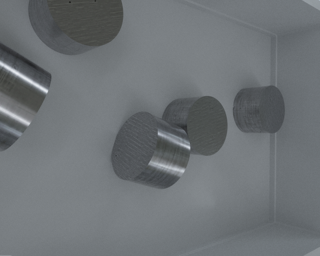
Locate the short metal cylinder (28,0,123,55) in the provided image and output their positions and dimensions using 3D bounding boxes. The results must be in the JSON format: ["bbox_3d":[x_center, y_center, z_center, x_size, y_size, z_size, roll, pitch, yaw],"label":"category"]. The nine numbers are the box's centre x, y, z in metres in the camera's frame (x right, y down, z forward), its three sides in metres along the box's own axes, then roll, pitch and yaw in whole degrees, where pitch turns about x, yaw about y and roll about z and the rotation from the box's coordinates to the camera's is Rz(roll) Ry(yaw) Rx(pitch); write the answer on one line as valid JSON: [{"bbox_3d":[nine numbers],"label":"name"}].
[{"bbox_3d":[-0.085,-0.119,0.318,0.081,0.050,0.080,0,90,-40],"label":"short metal cylinder"}]

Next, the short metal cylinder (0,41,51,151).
[{"bbox_3d":[-0.136,-0.027,0.256,0.050,0.080,0.080,35,68,-35],"label":"short metal cylinder"}]

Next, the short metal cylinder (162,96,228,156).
[{"bbox_3d":[0.049,-0.003,0.431,0.081,0.050,0.080,0,90,-40],"label":"short metal cylinder"}]

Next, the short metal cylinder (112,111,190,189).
[{"bbox_3d":[-0.012,0.027,0.361,0.050,0.080,0.080,24,75,-38],"label":"short metal cylinder"}]

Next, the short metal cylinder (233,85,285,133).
[{"bbox_3d":[0.171,-0.031,0.533,0.081,0.050,0.080,0,90,-40],"label":"short metal cylinder"}]
